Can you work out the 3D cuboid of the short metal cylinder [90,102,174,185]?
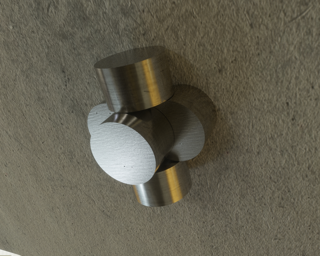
[{"bbox_3d":[-0.031,0.017,0.352,0.080,0.050,0.079,13,124,20],"label":"short metal cylinder"}]

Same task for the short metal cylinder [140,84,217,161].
[{"bbox_3d":[0.023,-0.007,0.374,0.080,0.050,0.079,13,124,20],"label":"short metal cylinder"}]

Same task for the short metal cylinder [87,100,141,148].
[{"bbox_3d":[-0.048,-0.007,0.411,0.080,0.050,0.079,13,124,20],"label":"short metal cylinder"}]

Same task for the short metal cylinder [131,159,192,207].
[{"bbox_3d":[-0.002,0.058,0.408,0.080,0.080,0.050,0,119,27],"label":"short metal cylinder"}]

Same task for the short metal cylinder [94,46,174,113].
[{"bbox_3d":[-0.028,-0.057,0.351,0.080,0.080,0.050,0,118,28],"label":"short metal cylinder"}]
